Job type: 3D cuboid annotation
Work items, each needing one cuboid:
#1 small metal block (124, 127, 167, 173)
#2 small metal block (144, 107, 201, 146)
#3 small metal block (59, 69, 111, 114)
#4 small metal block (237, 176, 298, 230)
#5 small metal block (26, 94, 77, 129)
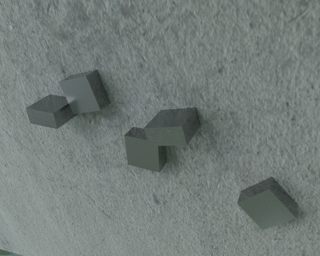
[{"bbox_3d":[-0.019,0.030,0.434,0.050,0.025,0.050,11,123,22],"label":"small metal block"},{"bbox_3d":[0.016,-0.002,0.380,0.050,0.050,0.025,-3,117,29],"label":"small metal block"},{"bbox_3d":[-0.104,-0.049,0.429,0.050,0.025,0.050,-6,116,30],"label":"small metal block"},{"bbox_3d":[0.137,0.097,0.394,0.050,0.025,0.050,47,129,-5],"label":"small metal block"},{"bbox_3d":[-0.157,-0.025,0.455,0.050,0.050,0.025,10,123,22],"label":"small metal block"}]
